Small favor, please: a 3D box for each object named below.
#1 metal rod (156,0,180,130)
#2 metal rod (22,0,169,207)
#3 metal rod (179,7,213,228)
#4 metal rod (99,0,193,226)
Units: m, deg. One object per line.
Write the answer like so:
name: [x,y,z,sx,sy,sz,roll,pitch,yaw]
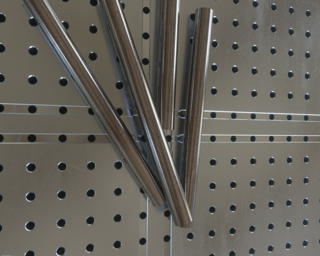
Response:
metal rod: [0.014,-0.147,0.416,0.025,0.025,0.298,3,89,-20]
metal rod: [-0.074,-0.030,0.385,0.025,0.025,0.299,-34,101,-17]
metal rod: [0.048,-0.015,0.429,0.025,0.025,0.299,6,88,-20]
metal rod: [-0.017,-0.021,0.393,0.025,0.025,0.299,-19,92,-19]
